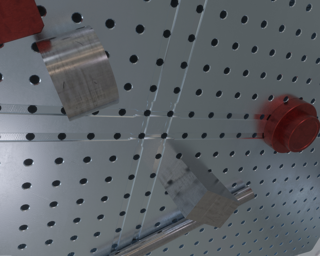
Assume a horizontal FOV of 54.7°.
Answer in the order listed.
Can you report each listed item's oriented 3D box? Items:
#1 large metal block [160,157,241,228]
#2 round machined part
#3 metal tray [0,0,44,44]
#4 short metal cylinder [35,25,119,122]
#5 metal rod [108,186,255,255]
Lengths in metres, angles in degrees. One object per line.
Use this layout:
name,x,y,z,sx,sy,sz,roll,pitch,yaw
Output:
large metal block,0.060,0.098,0.469,0.080,0.080,0.050,27,103,-38
round machined part,0.231,0.003,0.528,0.099,0.042,0.097,-14,124,-21
metal tray,-0.174,-0.106,0.247,0.131,0.030,0.089,-23,127,-15
short metal cylinder,-0.079,-0.052,0.300,0.050,0.080,0.080,-23,127,-15
metal rod,0.033,0.175,0.537,0.302,0.025,0.025,-22,127,-15
